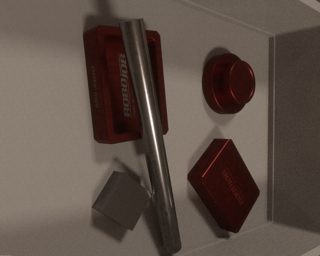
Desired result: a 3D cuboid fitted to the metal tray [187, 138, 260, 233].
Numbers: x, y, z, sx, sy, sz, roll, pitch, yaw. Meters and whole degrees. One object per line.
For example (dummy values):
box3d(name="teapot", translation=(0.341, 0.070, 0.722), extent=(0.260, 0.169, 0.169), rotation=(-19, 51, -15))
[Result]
box3d(name="metal tray", translation=(0.106, 0.092, 0.496), extent=(0.090, 0.030, 0.130), rotation=(-49, 119, -29))

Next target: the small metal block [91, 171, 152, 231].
box3d(name="small metal block", translation=(-0.044, 0.087, 0.371), extent=(0.050, 0.025, 0.050), rotation=(44, 63, -31))

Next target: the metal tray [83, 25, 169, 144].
box3d(name="metal tray", translation=(-0.038, -0.051, 0.372), extent=(0.091, 0.030, 0.129), rotation=(-9, 96, -40))

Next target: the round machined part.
box3d(name="round machined part", translation=(0.116, -0.071, 0.496), extent=(0.099, 0.042, 0.097), rotation=(0, 90, -40))

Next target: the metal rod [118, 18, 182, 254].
box3d(name="metal rod", translation=(-0.006, 0.028, 0.367), extent=(0.025, 0.025, 0.298), rotation=(-28, 119, -37))
